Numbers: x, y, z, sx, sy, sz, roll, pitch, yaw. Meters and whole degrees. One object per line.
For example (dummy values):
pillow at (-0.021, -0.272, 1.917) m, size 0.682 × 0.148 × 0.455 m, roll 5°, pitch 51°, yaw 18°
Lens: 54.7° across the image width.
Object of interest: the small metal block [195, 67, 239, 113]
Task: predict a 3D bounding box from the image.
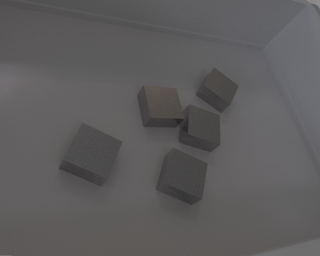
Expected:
small metal block at (0.091, -0.060, 0.491) m, size 0.050 × 0.025 × 0.050 m, roll 36°, pitch 51°, yaw -5°

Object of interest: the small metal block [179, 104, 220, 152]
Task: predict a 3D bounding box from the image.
small metal block at (0.056, 0.001, 0.435) m, size 0.050 × 0.025 × 0.050 m, roll 18°, pitch 55°, yaw -18°

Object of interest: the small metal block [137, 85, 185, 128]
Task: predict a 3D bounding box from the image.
small metal block at (0.001, -0.029, 0.423) m, size 0.050 × 0.025 × 0.050 m, roll 1°, pitch 61°, yaw -28°

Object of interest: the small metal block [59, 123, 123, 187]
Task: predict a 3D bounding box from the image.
small metal block at (-0.076, 0.030, 0.346) m, size 0.050 × 0.025 × 0.050 m, roll 26°, pitch 52°, yaw -12°

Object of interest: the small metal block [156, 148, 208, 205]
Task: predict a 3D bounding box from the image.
small metal block at (0.028, 0.060, 0.384) m, size 0.050 × 0.025 × 0.050 m, roll 25°, pitch 53°, yaw -13°
